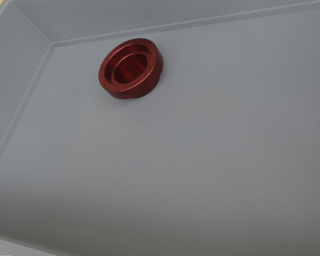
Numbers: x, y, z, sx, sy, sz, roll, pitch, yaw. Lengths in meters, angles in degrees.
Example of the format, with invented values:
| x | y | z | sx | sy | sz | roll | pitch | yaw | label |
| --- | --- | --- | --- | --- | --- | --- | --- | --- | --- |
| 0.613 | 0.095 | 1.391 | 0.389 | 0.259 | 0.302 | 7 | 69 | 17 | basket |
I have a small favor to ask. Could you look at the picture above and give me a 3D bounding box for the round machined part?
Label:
| x | y | z | sx | sy | sz | roll | pitch | yaw | label |
| --- | --- | --- | --- | --- | --- | --- | --- | --- | --- |
| -0.039 | -0.084 | 0.465 | 0.098 | 0.042 | 0.098 | -13 | 56 | 20 | round machined part |
